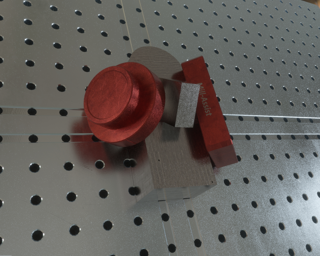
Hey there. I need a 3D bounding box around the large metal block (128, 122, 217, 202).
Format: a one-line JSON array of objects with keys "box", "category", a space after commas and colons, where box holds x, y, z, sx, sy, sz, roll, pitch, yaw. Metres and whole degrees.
[{"box": [0.012, 0.040, 0.373, 0.081, 0.050, 0.080, 2, 61, -27], "category": "large metal block"}]

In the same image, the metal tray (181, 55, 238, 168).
[{"box": [0.067, -0.020, 0.416, 0.030, 0.090, 0.130, -19, 64, 11], "category": "metal tray"}]

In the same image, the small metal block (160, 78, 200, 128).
[{"box": [0.019, -0.031, 0.366, 0.025, 0.050, 0.050, 2, 103, -31], "category": "small metal block"}]

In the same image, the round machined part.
[{"box": [-0.047, -0.031, 0.350, 0.042, 0.098, 0.098, 29, 43, -55], "category": "round machined part"}]

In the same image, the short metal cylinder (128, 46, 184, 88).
[{"box": [-0.012, -0.064, 0.423, 0.081, 0.050, 0.080, 14, 56, -21], "category": "short metal cylinder"}]
